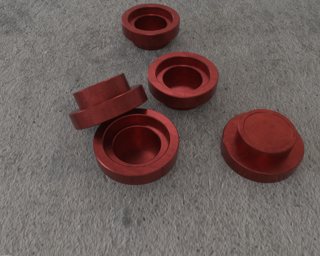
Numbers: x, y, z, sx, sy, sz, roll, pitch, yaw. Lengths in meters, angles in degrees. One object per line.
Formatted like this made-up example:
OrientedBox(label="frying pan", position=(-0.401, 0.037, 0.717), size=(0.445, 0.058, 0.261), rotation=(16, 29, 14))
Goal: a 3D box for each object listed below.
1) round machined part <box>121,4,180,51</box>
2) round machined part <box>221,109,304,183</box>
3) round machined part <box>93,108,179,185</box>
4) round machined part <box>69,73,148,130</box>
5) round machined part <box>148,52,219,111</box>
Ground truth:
OrientedBox(label="round machined part", position=(-0.016, -0.171, 0.536), size=(0.099, 0.042, 0.098), rotation=(0, 50, 0))
OrientedBox(label="round machined part", position=(0.127, 0.015, 0.381), size=(0.099, 0.042, 0.098), rotation=(0, 50, 0))
OrientedBox(label="round machined part", position=(-0.027, 0.026, 0.370), size=(0.099, 0.042, 0.098), rotation=(0, 50, 0))
OrientedBox(label="round machined part", position=(-0.068, -0.037, 0.388), size=(0.098, 0.042, 0.098), rotation=(-21, 12, 5))
OrientedBox(label="round machined part", position=(0.032, -0.063, 0.445), size=(0.099, 0.042, 0.098), rotation=(0, 50, 0))
